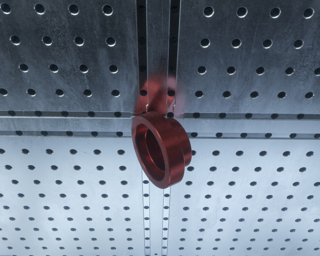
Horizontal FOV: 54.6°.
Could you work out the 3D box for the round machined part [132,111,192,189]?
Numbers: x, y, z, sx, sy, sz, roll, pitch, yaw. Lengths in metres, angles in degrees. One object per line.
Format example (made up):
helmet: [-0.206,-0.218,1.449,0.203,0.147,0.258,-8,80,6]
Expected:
round machined part: [0.005,0.025,0.397,0.042,0.098,0.097,-19,136,-25]
